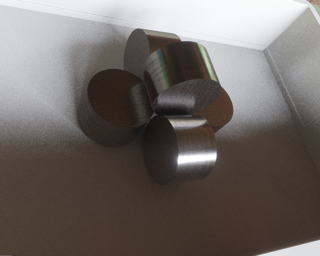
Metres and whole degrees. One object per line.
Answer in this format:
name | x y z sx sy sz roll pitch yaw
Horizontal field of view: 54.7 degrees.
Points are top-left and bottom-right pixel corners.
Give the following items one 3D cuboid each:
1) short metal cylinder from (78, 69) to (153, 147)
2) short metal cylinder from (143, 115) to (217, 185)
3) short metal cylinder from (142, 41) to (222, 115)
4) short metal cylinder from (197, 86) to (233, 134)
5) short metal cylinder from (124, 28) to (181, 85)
short metal cylinder | -0.053 -0.024 0.373 0.081 0.050 0.080 14 56 -21
short metal cylinder | 0.021 0.024 0.364 0.050 0.080 0.080 -2 63 -30
short metal cylinder | 0.024 -0.053 0.357 0.081 0.080 0.050 -1 62 -29
short metal cylinder | 0.054 -0.026 0.431 0.081 0.050 0.080 14 56 -21
short metal cylinder | -0.010 -0.090 0.417 0.050 0.080 0.080 -2 63 -30
